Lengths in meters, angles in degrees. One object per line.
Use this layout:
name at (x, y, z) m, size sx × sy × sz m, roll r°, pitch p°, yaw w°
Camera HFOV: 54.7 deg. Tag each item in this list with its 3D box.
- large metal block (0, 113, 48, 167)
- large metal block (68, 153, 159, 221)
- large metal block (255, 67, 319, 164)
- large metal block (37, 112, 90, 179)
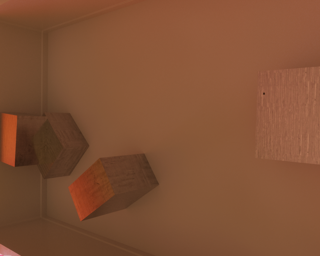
large metal block at (-0.236, 0.016, 0.521) m, size 0.080 × 0.050 × 0.079 m, roll 8°, pitch 95°, yaw 40°
large metal block at (-0.063, 0.079, 0.423) m, size 0.080 × 0.081 × 0.050 m, roll -41°, pitch 65°, yaw 32°
large metal block at (0.136, -0.011, 0.278) m, size 0.080 × 0.050 × 0.079 m, roll 3°, pitch 92°, yaw 40°
large metal block at (-0.179, 0.030, 0.538) m, size 0.080 × 0.050 × 0.080 m, roll -52°, pitch 60°, yaw 27°
